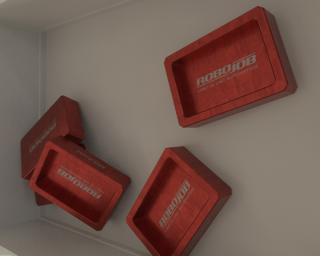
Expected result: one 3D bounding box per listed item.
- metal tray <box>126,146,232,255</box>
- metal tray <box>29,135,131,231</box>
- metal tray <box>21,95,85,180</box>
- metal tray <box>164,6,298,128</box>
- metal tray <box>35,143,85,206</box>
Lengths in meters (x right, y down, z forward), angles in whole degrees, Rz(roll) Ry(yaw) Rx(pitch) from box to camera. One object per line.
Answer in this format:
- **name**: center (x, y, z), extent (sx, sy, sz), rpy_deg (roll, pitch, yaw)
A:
- **metal tray**: center (0.018, 0.099, 0.386), extent (0.090, 0.030, 0.129), rpy_deg (42, 115, 31)
- **metal tray**: center (-0.120, 0.082, 0.460), extent (0.130, 0.030, 0.089), rpy_deg (31, 110, 5)
- **metal tray**: center (-0.184, 0.019, 0.521), extent (0.130, 0.030, 0.090), rpy_deg (-41, 47, 20)
- **metal tray**: center (0.071, -0.060, 0.343), extent (0.130, 0.030, 0.090), rpy_deg (-21, 77, 37)
- **metal tray**: center (-0.177, 0.085, 0.546), extent (0.130, 0.030, 0.090), rpy_deg (-18, 79, 38)
